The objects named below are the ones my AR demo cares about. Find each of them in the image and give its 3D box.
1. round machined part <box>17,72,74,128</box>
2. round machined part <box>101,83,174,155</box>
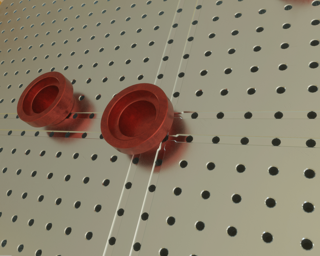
[{"bbox_3d":[-0.185,-0.043,0.518,0.098,0.042,0.098,-13,56,20],"label":"round machined part"},{"bbox_3d":[-0.026,-0.009,0.415,0.098,0.042,0.098,-13,56,20],"label":"round machined part"}]
